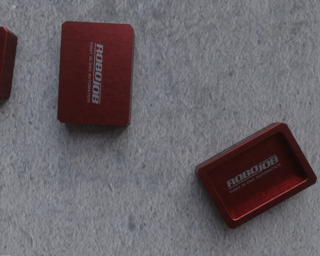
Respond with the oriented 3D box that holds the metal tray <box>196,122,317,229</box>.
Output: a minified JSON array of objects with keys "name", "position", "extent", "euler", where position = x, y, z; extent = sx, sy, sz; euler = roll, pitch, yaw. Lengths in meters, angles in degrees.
[{"name":"metal tray","position":[0.124,0.061,0.409],"extent":[0.130,0.030,0.090],"euler":[-29,90,-1]}]

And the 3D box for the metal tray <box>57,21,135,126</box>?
[{"name":"metal tray","position":[-0.082,-0.069,0.406],"extent":[0.091,0.030,0.129],"euler":[3,90,-1]}]

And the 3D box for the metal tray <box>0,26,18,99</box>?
[{"name":"metal tray","position":[-0.262,-0.091,0.403],"extent":[0.131,0.030,0.089],"euler":[7,90,-1]}]
